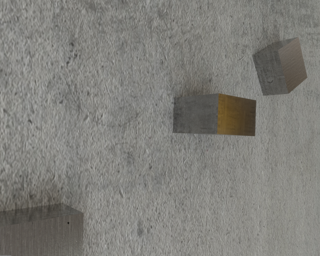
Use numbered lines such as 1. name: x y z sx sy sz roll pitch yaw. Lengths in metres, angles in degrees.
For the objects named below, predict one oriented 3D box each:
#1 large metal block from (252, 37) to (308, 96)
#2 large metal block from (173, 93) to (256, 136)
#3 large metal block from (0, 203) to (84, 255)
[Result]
1. large metal block: 0.224 -0.114 0.576 0.081 0.050 0.080 -34 111 -35
2. large metal block: 0.075 -0.016 0.432 0.081 0.080 0.050 4 88 -40
3. large metal block: -0.121 0.120 0.288 0.081 0.050 0.080 2 89 -40
